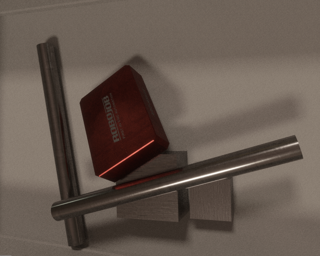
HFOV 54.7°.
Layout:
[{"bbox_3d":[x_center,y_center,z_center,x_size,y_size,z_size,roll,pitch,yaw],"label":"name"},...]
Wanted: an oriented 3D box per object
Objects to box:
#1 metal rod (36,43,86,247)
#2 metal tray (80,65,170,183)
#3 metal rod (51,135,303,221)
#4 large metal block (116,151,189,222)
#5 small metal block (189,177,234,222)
[{"bbox_3d":[-0.147,0.022,0.460,0.025,0.025,0.298,-12,86,19],"label":"metal rod"},{"bbox_3d":[-0.051,-0.008,0.395,0.090,0.030,0.130,-34,53,16],"label":"metal tray"},{"bbox_3d":[0.003,0.063,0.355,0.301,0.025,0.025,-18,84,18],"label":"metal rod"},{"bbox_3d":[-0.009,0.072,0.400,0.080,0.050,0.079,-2,90,19],"label":"large metal block"},{"bbox_3d":[0.065,0.087,0.387,0.050,0.025,0.050,-2,90,19],"label":"small metal block"}]
